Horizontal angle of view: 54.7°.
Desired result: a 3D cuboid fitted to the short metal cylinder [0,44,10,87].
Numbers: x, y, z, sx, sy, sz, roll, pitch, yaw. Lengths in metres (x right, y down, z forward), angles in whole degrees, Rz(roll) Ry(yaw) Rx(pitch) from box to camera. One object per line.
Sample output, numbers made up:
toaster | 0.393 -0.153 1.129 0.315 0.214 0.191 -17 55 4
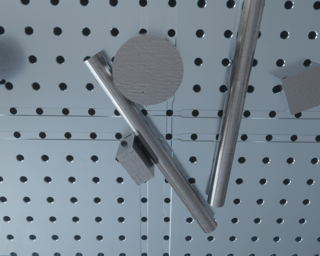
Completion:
short metal cylinder | -0.232 -0.075 0.370 0.081 0.050 0.079 0 110 0

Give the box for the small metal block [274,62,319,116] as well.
small metal block | 0.182 -0.051 0.396 0.050 0.025 0.050 -21 109 7

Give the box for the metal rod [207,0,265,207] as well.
metal rod | 0.097 -0.030 0.403 0.025 0.025 0.298 5 110 -2

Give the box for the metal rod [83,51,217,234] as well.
metal rod | -0.004 0.031 0.424 0.025 0.025 0.299 -31 108 10

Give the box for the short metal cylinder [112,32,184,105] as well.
short metal cylinder | -0.014 -0.073 0.373 0.081 0.050 0.079 0 110 0

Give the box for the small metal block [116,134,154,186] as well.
small metal block | -0.031 0.041 0.415 0.025 0.050 0.050 -31 107 11
